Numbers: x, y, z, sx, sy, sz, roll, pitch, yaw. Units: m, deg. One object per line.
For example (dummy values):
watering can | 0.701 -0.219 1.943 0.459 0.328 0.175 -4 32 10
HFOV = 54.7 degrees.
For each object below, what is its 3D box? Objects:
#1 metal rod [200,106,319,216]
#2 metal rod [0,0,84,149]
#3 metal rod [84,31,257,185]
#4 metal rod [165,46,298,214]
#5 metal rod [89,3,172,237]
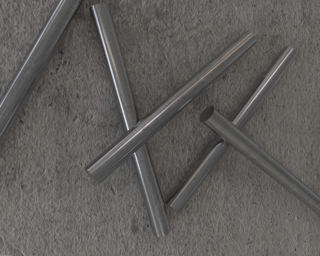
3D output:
metal rod | 0.172 0.063 0.455 0.301 0.025 0.025 36 79 -23
metal rod | -0.149 -0.063 0.353 0.025 0.025 0.299 29 81 -18
metal rod | 0.028 -0.039 0.400 0.301 0.025 0.025 -42 104 -22
metal rod | 0.109 -0.005 0.449 0.025 0.025 0.300 43 76 -15
metal rod | -0.036 -0.006 0.395 0.025 0.025 0.298 -17 96 -19
